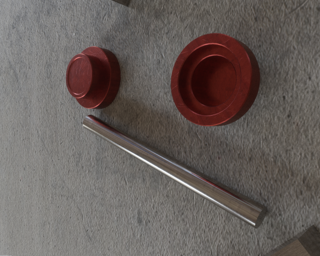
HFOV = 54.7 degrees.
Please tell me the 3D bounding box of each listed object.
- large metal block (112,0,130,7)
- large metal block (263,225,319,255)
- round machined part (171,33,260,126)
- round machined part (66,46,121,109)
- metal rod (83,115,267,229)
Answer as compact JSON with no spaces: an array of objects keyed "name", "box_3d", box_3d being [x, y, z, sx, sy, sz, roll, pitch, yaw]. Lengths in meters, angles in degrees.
[{"name":"large metal block","box_3d":[-0.071,-0.236,0.448,0.080,0.050,0.080,43,116,31]},{"name":"large metal block","box_3d":[0.129,0.150,0.282,0.080,0.050,0.080,-49,61,29]},{"name":"round machined part","box_3d":[0.063,-0.051,0.342,0.098,0.042,0.097,0,90,40]},{"name":"round machined part","box_3d":[-0.110,-0.079,0.485,0.098,0.042,0.097,0,90,40]},{"name":"metal rod","box_3d":[-0.005,0.041,0.408,0.300,0.025,0.025,25,106,37]}]
